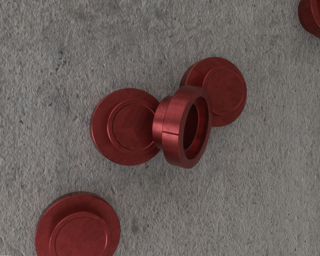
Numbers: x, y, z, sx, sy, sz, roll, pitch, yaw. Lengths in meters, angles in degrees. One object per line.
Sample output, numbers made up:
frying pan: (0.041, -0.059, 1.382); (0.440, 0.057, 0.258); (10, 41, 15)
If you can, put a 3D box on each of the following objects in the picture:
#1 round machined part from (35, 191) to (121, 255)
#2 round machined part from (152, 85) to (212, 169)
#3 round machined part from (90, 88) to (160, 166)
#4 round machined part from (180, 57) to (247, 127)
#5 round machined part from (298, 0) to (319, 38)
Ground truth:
round machined part: (-0.095, 0.127, 0.365); (0.099, 0.042, 0.097); (0, 90, -20)
round machined part: (0.025, -0.003, 0.373); (0.099, 0.042, 0.097); (-32, 128, -54)
round machined part: (-0.035, -0.001, 0.387); (0.099, 0.042, 0.097); (0, 90, -20)
round machined part: (0.080, -0.050, 0.429); (0.099, 0.042, 0.097); (0, 90, -20)
round machined part: (0.263, -0.190, 0.496); (0.099, 0.042, 0.097); (0, 90, -20)
